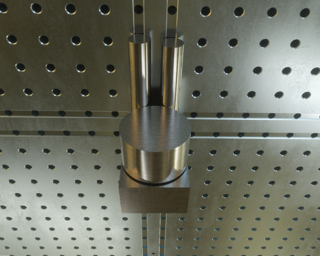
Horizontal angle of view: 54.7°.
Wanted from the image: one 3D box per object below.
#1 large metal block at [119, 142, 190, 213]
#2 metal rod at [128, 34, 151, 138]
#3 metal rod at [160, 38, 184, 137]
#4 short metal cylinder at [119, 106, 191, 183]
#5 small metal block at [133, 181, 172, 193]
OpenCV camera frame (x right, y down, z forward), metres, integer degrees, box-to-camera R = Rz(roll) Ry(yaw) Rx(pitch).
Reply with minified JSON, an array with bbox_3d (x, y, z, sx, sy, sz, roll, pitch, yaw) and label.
[{"bbox_3d":[-0.007,0.060,0.394,0.081,0.080,0.050,0,130,-1],"label":"large metal block"},{"bbox_3d":[-0.025,0.018,0.428,0.025,0.025,0.298,0,130,-1],"label":"metal rod"},{"bbox_3d":[0.011,0.021,0.431,0.025,0.025,0.298,0,130,-1],"label":"metal rod"},{"bbox_3d":[-0.006,0.018,0.363,0.081,0.080,0.050,1,130,-1],"label":"short metal cylinder"},{"bbox_3d":[-0.008,0.077,0.431,0.050,0.050,0.025,-32,141,-34],"label":"small metal block"}]
